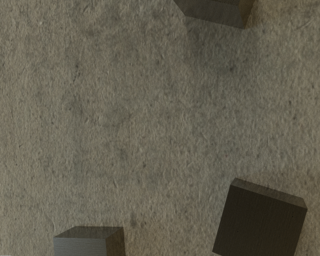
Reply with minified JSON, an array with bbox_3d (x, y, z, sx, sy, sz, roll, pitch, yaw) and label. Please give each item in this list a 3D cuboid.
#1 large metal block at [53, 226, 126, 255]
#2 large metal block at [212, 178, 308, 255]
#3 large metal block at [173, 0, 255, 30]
[{"bbox_3d":[-0.095,0.184,0.428,0.080,0.050,0.080,-6,88,19],"label":"large metal block"},{"bbox_3d":[0.113,0.111,0.356,0.080,0.050,0.079,15,95,19],"label":"large metal block"},{"bbox_3d":[0.064,-0.159,0.357,0.080,0.080,0.050,20,97,18],"label":"large metal block"}]
